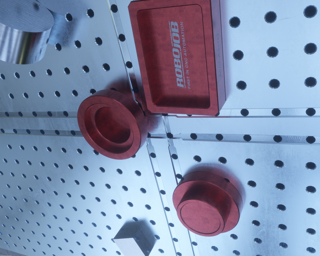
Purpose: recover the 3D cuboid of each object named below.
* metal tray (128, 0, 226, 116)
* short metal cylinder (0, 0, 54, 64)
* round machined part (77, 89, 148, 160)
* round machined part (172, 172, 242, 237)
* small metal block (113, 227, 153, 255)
[{"bbox_3d":[0.022,-0.079,0.346,0.090,0.030,0.129,4,121,25],"label":"metal tray"},{"bbox_3d":[-0.181,-0.126,0.391,0.080,0.080,0.050,38,129,2],"label":"short metal cylinder"},{"bbox_3d":[-0.060,-0.008,0.425,0.098,0.042,0.097,13,124,20],"label":"round machined part"},{"bbox_3d":[0.063,0.113,0.436,0.098,0.042,0.097,13,124,20],"label":"round machined part"},{"bbox_3d":[-0.049,0.211,0.566,0.050,0.025,0.050,-18,109,35],"label":"small metal block"}]
